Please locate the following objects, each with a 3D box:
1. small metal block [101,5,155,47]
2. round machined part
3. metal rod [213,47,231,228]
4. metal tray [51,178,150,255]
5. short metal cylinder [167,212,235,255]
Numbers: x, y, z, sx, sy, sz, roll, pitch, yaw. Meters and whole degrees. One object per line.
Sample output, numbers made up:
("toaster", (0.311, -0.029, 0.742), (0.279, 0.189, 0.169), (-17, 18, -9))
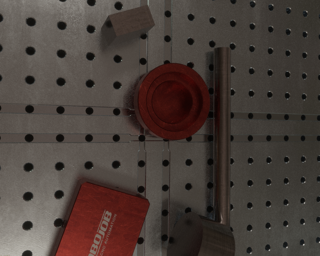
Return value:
("small metal block", (-0.041, -0.126, 0.385), (0.050, 0.050, 0.025), (-23, 98, -19))
("round machined part", (0.013, -0.033, 0.409), (0.099, 0.042, 0.097), (0, 91, -20))
("metal rod", (0.089, 0.035, 0.447), (0.025, 0.025, 0.298), (0, 90, -20))
("metal tray", (-0.077, 0.137, 0.383), (0.091, 0.030, 0.129), (21, 83, -19))
("short metal cylinder", (0.052, 0.157, 0.404), (0.050, 0.080, 0.080), (27, 81, -19))
